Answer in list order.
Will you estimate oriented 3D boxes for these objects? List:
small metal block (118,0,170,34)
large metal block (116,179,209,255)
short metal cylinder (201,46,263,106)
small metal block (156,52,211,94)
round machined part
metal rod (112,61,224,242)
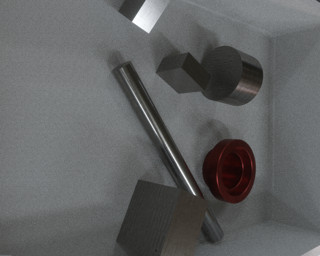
[{"bbox_3d":[-0.018,-0.146,0.364,0.025,0.050,0.050,25,107,-38],"label":"small metal block"},{"bbox_3d":[0.002,0.113,0.375,0.050,0.080,0.080,31,71,-36],"label":"large metal block"},{"bbox_3d":[0.104,-0.076,0.460,0.050,0.080,0.080,8,85,-40],"label":"short metal cylinder"},{"bbox_3d":[0.032,-0.073,0.419,0.050,0.050,0.025,38,67,-34],"label":"small metal block"},{"bbox_3d":[0.105,0.066,0.486,0.099,0.042,0.097,0,90,-40],"label":"round machined part"},{"bbox_3d":[0.021,0.047,0.426,0.025,0.025,0.299,-44,117,-31],"label":"metal rod"}]
